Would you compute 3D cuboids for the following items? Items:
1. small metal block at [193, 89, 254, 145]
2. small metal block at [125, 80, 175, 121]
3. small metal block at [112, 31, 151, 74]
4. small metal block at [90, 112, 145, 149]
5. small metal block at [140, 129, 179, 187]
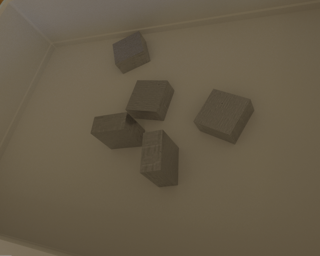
[{"bbox_3d":[0.077,-0.015,0.374,0.050,0.025,0.050,23,74,36],"label":"small metal block"},{"bbox_3d":[-0.014,-0.039,0.436,0.050,0.025,0.050,6,64,30],"label":"small metal block"},{"bbox_3d":[-0.047,-0.123,0.504,0.050,0.025,0.050,-23,53,14],"label":"small metal block"},{"bbox_3d":[-0.055,0.005,0.414,0.050,0.050,0.025,-7,59,24],"label":"small metal block"},{"bbox_3d":[0.001,0.037,0.365,0.025,0.050,0.050,-11,57,22],"label":"small metal block"}]
